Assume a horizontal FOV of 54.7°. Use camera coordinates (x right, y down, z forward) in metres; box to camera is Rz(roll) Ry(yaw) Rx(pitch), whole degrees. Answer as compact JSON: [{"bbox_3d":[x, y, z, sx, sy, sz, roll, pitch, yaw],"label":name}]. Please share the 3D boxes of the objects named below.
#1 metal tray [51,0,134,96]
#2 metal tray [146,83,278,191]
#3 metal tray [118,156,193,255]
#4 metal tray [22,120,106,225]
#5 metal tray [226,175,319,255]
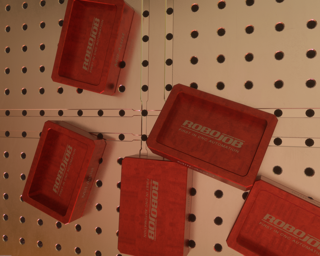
[{"bbox_3d":[-0.097,-0.119,0.442,0.090,0.030,0.129,16,95,19],"label":"metal tray"},{"bbox_3d":[0.061,0.008,0.371,0.130,0.030,0.090,21,75,18],"label":"metal tray"},{"bbox_3d":[-0.006,0.105,0.411,0.090,0.030,0.129,3,91,19],"label":"metal tray"},{"bbox_3d":[-0.144,0.063,0.458,0.090,0.030,0.129,22,97,18],"label":"metal tray"},{"bbox_3d":[0.155,0.124,0.355,0.130,0.030,0.089,25,98,17],"label":"metal tray"}]
